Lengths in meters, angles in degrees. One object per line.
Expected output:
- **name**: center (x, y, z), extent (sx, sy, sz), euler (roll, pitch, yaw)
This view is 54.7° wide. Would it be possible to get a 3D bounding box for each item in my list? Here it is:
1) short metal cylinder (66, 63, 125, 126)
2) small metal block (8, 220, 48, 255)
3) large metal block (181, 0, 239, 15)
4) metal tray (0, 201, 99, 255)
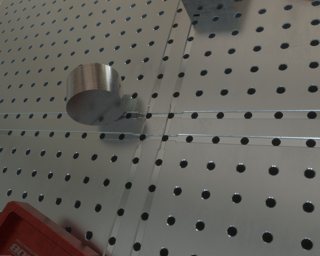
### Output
- **short metal cylinder**: center (-0.094, -0.047, 0.449), extent (0.080, 0.080, 0.050), euler (-22, 54, 15)
- **small metal block**: center (-0.172, 0.149, 0.405), extent (0.050, 0.025, 0.050), euler (-46, 51, -4)
- **large metal block**: center (0.084, -0.230, 0.488), extent (0.080, 0.050, 0.080), euler (7, 65, 31)
- **metal tray**: center (-0.147, 0.156, 0.359), extent (0.130, 0.030, 0.090), euler (26, 79, 21)
